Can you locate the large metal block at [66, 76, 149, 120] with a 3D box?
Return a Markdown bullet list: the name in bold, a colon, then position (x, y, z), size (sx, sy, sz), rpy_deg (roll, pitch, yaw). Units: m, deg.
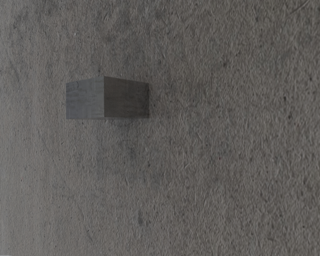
- **large metal block**: position (-0.072, -0.038, 0.430), size (0.080, 0.081, 0.050), rpy_deg (-1, 89, 40)
